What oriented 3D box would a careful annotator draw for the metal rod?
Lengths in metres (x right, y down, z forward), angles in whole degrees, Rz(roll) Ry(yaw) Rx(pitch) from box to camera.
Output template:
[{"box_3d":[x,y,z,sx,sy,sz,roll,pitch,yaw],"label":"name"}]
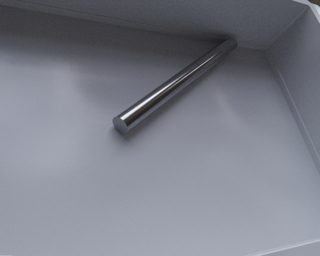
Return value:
[{"box_3d":[0.041,-0.079,0.474,0.025,0.025,0.302,47,51,4],"label":"metal rod"}]
